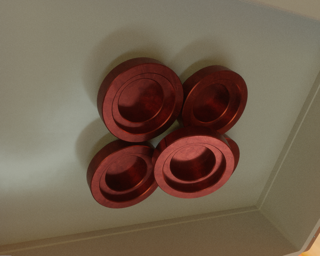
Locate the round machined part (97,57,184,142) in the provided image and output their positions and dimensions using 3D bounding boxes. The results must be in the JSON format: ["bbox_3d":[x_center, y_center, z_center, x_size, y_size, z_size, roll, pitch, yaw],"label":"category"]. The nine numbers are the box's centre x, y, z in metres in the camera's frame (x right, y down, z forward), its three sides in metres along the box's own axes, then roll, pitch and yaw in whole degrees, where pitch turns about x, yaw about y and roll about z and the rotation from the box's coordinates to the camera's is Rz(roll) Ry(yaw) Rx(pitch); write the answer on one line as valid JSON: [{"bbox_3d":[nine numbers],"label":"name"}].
[{"bbox_3d":[-0.025,-0.035,0.361,0.099,0.042,0.097,-14,125,-21],"label":"round machined part"}]

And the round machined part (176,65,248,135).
[{"bbox_3d":[0.063,-0.036,0.409,0.099,0.042,0.097,-14,125,-21],"label":"round machined part"}]

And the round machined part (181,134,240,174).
[{"bbox_3d":[0.066,0.046,0.462,0.099,0.042,0.097,-14,125,-21],"label":"round machined part"}]

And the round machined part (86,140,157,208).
[{"bbox_3d":[-0.047,0.054,0.404,0.099,0.042,0.097,-14,125,-21],"label":"round machined part"}]

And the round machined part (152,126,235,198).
[{"bbox_3d":[0.039,0.038,0.387,0.099,0.042,0.097,-3,122,-5],"label":"round machined part"}]
